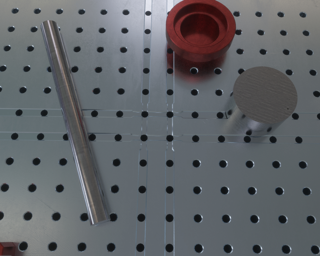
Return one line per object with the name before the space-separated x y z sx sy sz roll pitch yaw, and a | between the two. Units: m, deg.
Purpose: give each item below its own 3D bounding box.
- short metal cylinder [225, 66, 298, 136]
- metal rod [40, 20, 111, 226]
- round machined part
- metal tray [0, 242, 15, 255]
short metal cylinder | 0.132 -0.034 0.412 0.081 0.050 0.080 0 70 0
metal rod | -0.119 -0.020 0.418 0.025 0.025 0.299 -18 71 -6
round machined part | 0.058 -0.138 0.454 0.099 0.042 0.098 0 70 0
metal tray | -0.238 0.175 0.343 0.131 0.030 0.090 -1 70 -1
